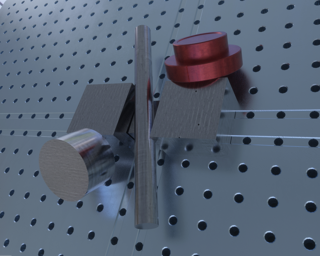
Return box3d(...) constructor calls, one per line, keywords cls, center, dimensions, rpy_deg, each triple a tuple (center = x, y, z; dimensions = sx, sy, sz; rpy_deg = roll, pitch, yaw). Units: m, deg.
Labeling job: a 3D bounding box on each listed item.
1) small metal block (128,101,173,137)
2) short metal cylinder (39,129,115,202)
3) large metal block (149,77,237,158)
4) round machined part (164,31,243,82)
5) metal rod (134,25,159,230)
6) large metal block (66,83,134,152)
box3d(cls="small metal block", center=(-0.009, -0.009, 0.419), dimensions=(0.050, 0.025, 0.050), rpy_deg=(1, 62, 28))
box3d(cls="short metal cylinder", center=(-0.105, 0.045, 0.392), dimensions=(0.080, 0.050, 0.079), rpy_deg=(9, 109, 27))
box3d(cls="large metal block", center=(0.043, -0.012, 0.378), dimensions=(0.080, 0.050, 0.080), rpy_deg=(1, 62, 28))
box3d(cls="round machined part", center=(0.053, -0.095, 0.396), dimensions=(0.098, 0.042, 0.098), rpy_deg=(-11, 24, 5))
box3d(cls="metal rod", center=(-0.020, -0.024, 0.400), dimensions=(0.025, 0.025, 0.299), rpy_deg=(-16, 55, 19))
box3d(cls="large metal block", center=(-0.073, -0.016, 0.441), dimensions=(0.080, 0.050, 0.080), rpy_deg=(2, 63, 29))
